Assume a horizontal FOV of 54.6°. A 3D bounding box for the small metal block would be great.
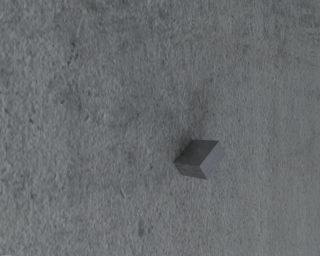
[{"bbox_3d":[0.056,0.043,0.434,0.050,0.050,0.025,-47,118,-30],"label":"small metal block"}]
